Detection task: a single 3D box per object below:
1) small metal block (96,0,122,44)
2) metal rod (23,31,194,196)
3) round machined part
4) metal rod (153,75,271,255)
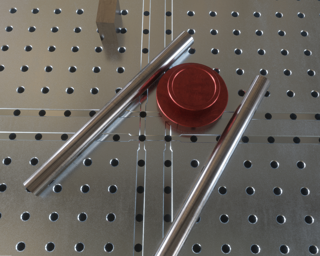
[{"bbox_3d":[-0.074,-0.159,0.456,0.025,0.050,0.050,3,70,1],"label":"small metal block"},{"bbox_3d":[-0.059,-0.029,0.421,0.025,0.025,0.301,40,74,13],"label":"metal rod"},{"bbox_3d":[0.044,-0.047,0.420,0.099,0.042,0.098,0,70,-1],"label":"round machined part"},{"bbox_3d":[0.067,0.054,0.392,0.025,0.025,0.300,30,72,10],"label":"metal rod"}]
